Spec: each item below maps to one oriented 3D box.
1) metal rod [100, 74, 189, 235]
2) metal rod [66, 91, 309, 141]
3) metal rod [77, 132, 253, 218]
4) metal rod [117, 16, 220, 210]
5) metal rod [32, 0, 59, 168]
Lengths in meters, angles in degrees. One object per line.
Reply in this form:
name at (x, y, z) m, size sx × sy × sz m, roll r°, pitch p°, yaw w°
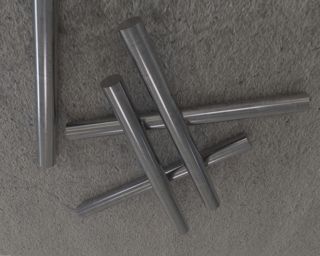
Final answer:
metal rod at (-0.008, 0.058, 0.422) m, size 0.025 × 0.025 × 0.299 m, roll -13°, pitch 129°, yaw 11°
metal rod at (0.030, -0.014, 0.395) m, size 0.302 × 0.025 × 0.025 m, roll -7°, pitch 130°, yaw 6°
metal rod at (-0.005, 0.079, 0.473) m, size 0.300 × 0.025 × 0.025 m, roll -26°, pitch 126°, yaw 20°
metal rod at (0.025, 0.008, 0.379) m, size 0.025 × 0.025 × 0.299 m, roll -17°, pitch 129°, yaw 13°
metal rod at (-0.129, -0.062, 0.352) m, size 0.025 × 0.025 × 0.298 m, roll 10°, pitch 130°, yaw -8°
